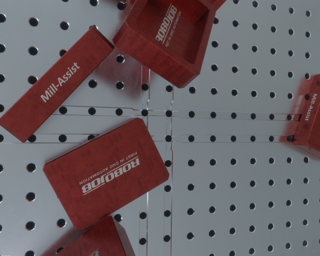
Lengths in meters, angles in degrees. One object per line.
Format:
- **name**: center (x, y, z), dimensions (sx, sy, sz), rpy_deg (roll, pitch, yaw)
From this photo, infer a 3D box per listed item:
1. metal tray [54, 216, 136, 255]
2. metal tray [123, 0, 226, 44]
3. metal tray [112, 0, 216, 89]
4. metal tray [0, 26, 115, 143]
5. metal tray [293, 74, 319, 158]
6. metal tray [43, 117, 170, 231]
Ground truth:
- **metal tray**: center (-0.088, 0.166, 0.330), dimensions (0.130, 0.090, 0.030), rpy_deg (-36, 121, -5)
- **metal tray**: center (0.027, -0.174, 0.419), dimensions (0.090, 0.030, 0.130), rpy_deg (45, 76, -15)
- **metal tray**: center (0.011, -0.117, 0.349), dimensions (0.090, 0.030, 0.130), rpy_deg (32, 51, -17)
- **metal tray**: center (-0.111, -0.045, 0.336), dimensions (0.030, 0.090, 0.130), rpy_deg (44, 76, -17)
- **metal tray**: center (0.283, -0.016, 0.513), dimensions (0.090, 0.030, 0.130), rpy_deg (25, 82, -18)
- **metal tray**: center (-0.064, 0.054, 0.386), dimensions (0.131, 0.030, 0.090), rpy_deg (-28, 99, -18)
